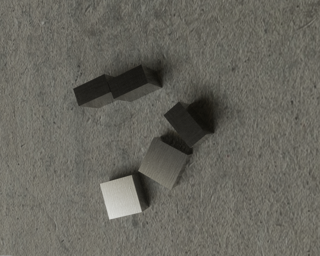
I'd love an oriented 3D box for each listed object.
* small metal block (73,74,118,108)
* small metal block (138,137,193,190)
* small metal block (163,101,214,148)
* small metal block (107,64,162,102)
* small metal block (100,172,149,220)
[{"bbox_3d":[-0.080,-0.049,0.424,0.050,0.050,0.025,-21,83,19],"label":"small metal block"},{"bbox_3d":[0.007,0.045,0.406,0.050,0.025,0.050,28,99,17],"label":"small metal block"},{"bbox_3d":[0.037,-0.004,0.383,0.025,0.050,0.050,-42,77,15],"label":"small metal block"},{"bbox_3d":[-0.032,-0.057,0.407,0.050,0.050,0.025,-22,83,18],"label":"small metal block"},{"bbox_3d":[-0.049,0.093,0.426,0.050,0.025,0.050,-18,84,19],"label":"small metal block"}]
